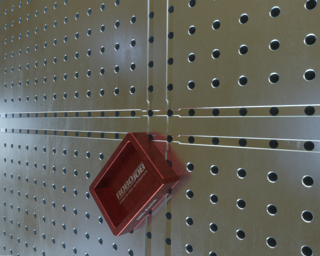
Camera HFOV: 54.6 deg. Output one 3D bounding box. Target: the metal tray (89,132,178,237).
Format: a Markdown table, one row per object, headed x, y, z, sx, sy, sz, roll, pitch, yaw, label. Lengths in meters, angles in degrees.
| x | y | z | sx | sy | sz | roll | pitch | yaw | label |
| --- | --- | --- | --- | --- | --- | --- | --- | --- | --- |
| -0.043 | 0.080 | 0.442 | 0.129 | 0.030 | 0.090 | -52 | 60 | 27 | metal tray |
